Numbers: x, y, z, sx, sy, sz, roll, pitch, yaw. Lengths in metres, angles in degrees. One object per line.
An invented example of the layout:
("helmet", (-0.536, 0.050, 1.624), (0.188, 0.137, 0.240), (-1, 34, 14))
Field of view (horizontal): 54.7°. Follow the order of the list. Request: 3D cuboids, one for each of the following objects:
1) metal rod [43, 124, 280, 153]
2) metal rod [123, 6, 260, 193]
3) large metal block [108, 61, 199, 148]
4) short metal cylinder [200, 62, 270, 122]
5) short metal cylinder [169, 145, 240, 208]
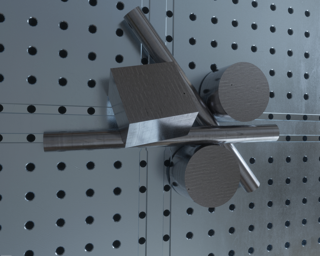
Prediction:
("metal rod", (0.013, 0.011, 0.396), (0.302, 0.025, 0.025), (-2, 91, -14))
("metal rod", (0.050, -0.030, 0.428), (0.025, 0.025, 0.299), (-40, 103, -16))
("large metal block", (-0.012, -0.030, 0.372), (0.081, 0.050, 0.080), (-11, 59, -19))
("short metal cylinder", (0.104, -0.048, 0.434), (0.081, 0.050, 0.079), (0, 90, -20))
("short metal cylinder", (0.059, 0.061, 0.418), (0.081, 0.050, 0.079), (0, 90, -20))
